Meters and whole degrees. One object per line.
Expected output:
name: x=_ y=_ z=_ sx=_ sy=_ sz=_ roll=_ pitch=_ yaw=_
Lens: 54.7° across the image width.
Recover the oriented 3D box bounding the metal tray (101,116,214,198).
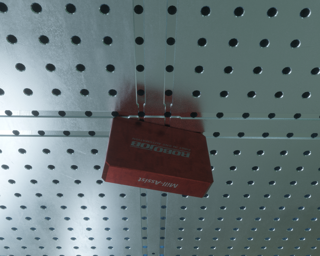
metal tray: x=-0.002 y=0.036 z=0.399 sx=0.131 sy=0.090 sz=0.030 roll=12 pitch=129 yaw=-11
